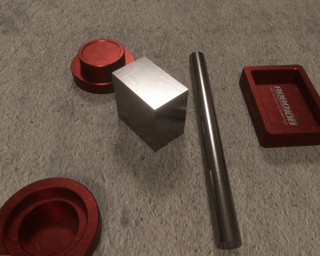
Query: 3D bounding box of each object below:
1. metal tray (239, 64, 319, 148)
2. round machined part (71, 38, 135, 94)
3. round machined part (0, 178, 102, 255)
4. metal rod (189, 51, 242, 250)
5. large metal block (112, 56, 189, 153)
[{"bbox_3d":[0.171,-0.035,0.431,0.091,0.030,0.130,-3,50,-3],"label":"metal tray"},{"bbox_3d":[-0.087,-0.101,0.476,0.099,0.042,0.098,0,50,0],"label":"round machined part"},{"bbox_3d":[-0.107,0.102,0.305,0.099,0.042,0.098,0,50,0],"label":"round machined part"},{"bbox_3d":[0.064,0.002,0.402,0.025,0.025,0.300,-1,50,-1],"label":"metal rod"},{"bbox_3d":[-0.013,-0.030,0.392,0.050,0.080,0.080,-33,58,-25],"label":"large metal block"}]
